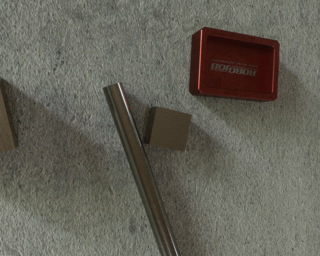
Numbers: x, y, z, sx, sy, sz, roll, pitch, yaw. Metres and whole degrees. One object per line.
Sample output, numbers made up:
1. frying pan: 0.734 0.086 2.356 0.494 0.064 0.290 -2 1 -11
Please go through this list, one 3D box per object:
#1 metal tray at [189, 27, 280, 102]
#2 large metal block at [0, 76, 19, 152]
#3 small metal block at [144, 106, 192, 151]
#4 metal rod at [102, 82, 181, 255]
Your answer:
1. metal tray: 0.109 -0.088 0.447 0.131 0.030 0.089 3 89 -21
2. large metal block: -0.201 -0.009 0.321 0.081 0.050 0.080 -13 95 -20
3. small metal block: 0.010 0.001 0.414 0.050 0.025 0.050 12 86 -20
4. metal rod: -0.013 0.087 0.405 0.025 0.025 0.298 -21 97 -19
